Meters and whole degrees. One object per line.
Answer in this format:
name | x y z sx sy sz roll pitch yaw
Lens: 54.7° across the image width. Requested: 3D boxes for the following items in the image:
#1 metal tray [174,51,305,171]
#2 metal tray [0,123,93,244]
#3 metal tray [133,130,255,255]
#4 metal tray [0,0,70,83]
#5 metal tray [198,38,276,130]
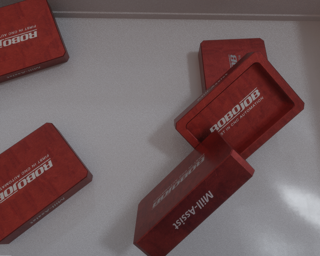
metal tray | 0.093 -0.016 0.375 0.130 0.030 0.090 -43 98 5
metal tray | -0.163 0.066 0.382 0.130 0.030 0.090 -37 74 -13
metal tray | 0.030 0.066 0.326 0.030 0.090 0.130 44 98 -9
metal tray | -0.207 -0.120 0.435 0.131 0.030 0.090 -20 90 -7
metal tray | 0.105 -0.061 0.430 0.091 0.030 0.130 -3 70 -1
